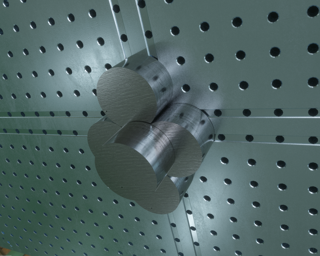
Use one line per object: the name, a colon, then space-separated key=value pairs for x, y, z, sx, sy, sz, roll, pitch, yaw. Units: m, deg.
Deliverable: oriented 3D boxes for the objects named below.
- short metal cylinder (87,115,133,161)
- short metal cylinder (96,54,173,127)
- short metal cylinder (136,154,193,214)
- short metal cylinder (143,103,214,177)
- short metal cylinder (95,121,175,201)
short metal cylinder: x=-0.053 y=0.014 z=0.432 sx=0.080 sy=0.050 sz=0.079 roll=13 pitch=124 yaw=21
short metal cylinder: x=-0.030 y=-0.045 z=0.383 sx=0.080 sy=0.050 sz=0.079 roll=13 pitch=124 yaw=20
short metal cylinder: x=0.000 y=0.075 z=0.441 sx=0.080 sy=0.050 sz=0.079 roll=12 pitch=122 yaw=21
short metal cylinder: x=0.023 y=0.015 z=0.392 sx=0.080 sy=0.050 sz=0.079 roll=13 pitch=124 yaw=21
short metal cylinder: x=-0.029 y=0.039 z=0.369 sx=0.080 sy=0.050 sz=0.079 roll=13 pitch=124 yaw=21
